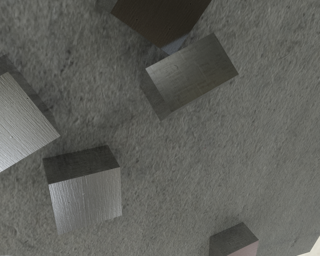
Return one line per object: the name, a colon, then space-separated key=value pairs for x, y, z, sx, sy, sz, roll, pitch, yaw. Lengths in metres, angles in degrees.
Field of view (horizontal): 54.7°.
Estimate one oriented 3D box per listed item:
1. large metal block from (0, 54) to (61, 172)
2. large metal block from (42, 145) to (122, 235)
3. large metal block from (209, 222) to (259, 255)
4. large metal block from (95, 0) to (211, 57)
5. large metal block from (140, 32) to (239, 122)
large metal block: x=-0.158 y=-0.010 z=0.298 sx=0.080 sy=0.050 sz=0.080 roll=-32 pitch=129 yaw=-8
large metal block: x=-0.095 y=0.075 z=0.386 sx=0.081 sy=0.050 sz=0.079 roll=-12 pitch=124 yaw=-23
large metal block: x=0.148 y=0.250 z=0.629 sx=0.081 sy=0.050 sz=0.079 roll=-17 pitch=125 yaw=-19
large metal block: x=-0.003 y=-0.131 z=0.309 sx=0.080 sy=0.050 sz=0.080 roll=27 pitch=104 yaw=-38
large metal block: x=0.028 y=-0.053 z=0.347 sx=0.080 sy=0.080 sz=0.050 roll=-30 pitch=89 yaw=-9
